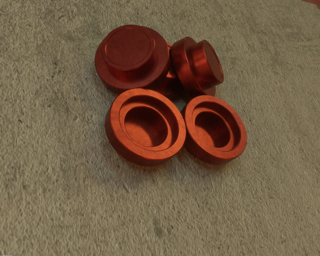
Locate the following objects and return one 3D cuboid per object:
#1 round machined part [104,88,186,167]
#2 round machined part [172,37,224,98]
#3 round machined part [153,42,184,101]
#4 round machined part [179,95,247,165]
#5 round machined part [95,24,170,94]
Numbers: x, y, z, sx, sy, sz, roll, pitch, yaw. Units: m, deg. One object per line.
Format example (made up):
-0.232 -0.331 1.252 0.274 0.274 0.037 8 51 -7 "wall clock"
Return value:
-0.021 0.003 0.383 0.099 0.042 0.098 14 56 -21 "round machined part"
0.061 -0.090 0.456 0.098 0.042 0.098 41 38 -42 "round machined part"
-0.003 -0.088 0.447 0.099 0.042 0.098 14 56 -21 "round machined part"
0.067 0.006 0.428 0.099 0.042 0.098 14 56 -21 "round machined part"
-0.037 -0.094 0.402 0.099 0.042 0.098 -2 69 6 "round machined part"
